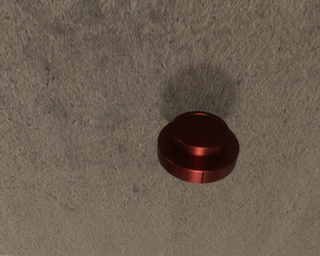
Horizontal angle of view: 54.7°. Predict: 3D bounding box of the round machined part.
[{"bbox_3d":[0.046,0.016,0.373,0.099,0.098,0.042,1,130,-2],"label":"round machined part"}]
